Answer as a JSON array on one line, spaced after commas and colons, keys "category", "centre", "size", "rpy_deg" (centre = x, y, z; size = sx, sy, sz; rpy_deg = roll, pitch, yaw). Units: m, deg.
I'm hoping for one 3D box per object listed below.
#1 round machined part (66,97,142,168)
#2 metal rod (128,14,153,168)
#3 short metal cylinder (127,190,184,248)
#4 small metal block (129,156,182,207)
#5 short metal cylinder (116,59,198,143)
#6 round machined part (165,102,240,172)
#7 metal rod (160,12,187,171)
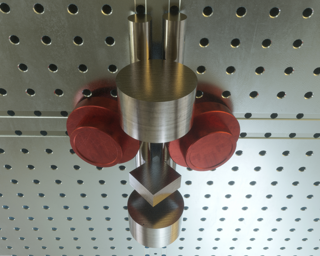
[{"category": "round machined part", "centre": [-0.074, 0.012, 0.394], "size": [0.098, 0.042, 0.097], "rpy_deg": [9, 131, 10]}, {"category": "metal rod", "centre": [-0.022, 0.002, 0.411], "size": [0.025, 0.025, 0.298], "rpy_deg": [0, 130, -1]}, {"category": "short metal cylinder", "centre": [-0.006, 0.126, 0.454], "size": [0.081, 0.080, 0.050], "rpy_deg": [1, 130, -1]}, {"category": "small metal block", "centre": [-0.007, 0.072, 0.425], "size": [0.050, 0.050, 0.025], "rpy_deg": [-29, 139, -32]}, {"category": "short metal cylinder", "centre": [-0.003, -0.030, 0.321], "size": [0.081, 0.080, 0.050], "rpy_deg": [1, 130, -1]}, {"category": "round machined part", "centre": [0.058, 0.018, 0.399], "size": [0.099, 0.042, 0.097], "rpy_deg": [-10, 132, -11]}, {"category": "metal rod", "centre": [0.013, 0.000, 0.411], "size": [0.025, 0.025, 0.298], "rpy_deg": [0, 130, -1]}]
